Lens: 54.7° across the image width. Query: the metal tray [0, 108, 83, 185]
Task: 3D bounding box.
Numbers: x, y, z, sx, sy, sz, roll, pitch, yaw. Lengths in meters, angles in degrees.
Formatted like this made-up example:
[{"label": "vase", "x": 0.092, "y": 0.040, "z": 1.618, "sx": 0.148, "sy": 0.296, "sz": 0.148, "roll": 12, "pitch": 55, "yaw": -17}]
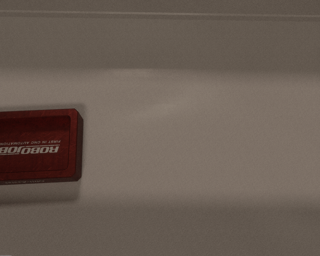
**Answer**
[{"label": "metal tray", "x": -0.168, "y": 0.024, "z": 0.395, "sx": 0.131, "sy": 0.030, "sz": 0.090, "roll": -3, "pitch": 70, "yaw": -2}]
